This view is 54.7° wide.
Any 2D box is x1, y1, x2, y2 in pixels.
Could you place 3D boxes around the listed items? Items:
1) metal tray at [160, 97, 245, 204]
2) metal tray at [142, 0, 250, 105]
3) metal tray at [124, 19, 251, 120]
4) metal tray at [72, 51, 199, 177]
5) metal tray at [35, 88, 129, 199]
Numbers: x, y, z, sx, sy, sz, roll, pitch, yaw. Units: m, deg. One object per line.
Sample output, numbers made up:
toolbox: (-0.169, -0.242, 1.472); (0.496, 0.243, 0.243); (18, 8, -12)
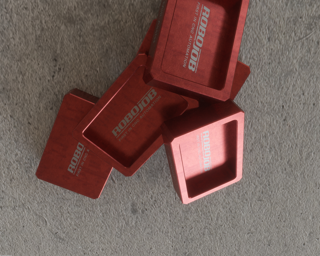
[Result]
metal tray: (0.056, 0.033, 0.385); (0.091, 0.030, 0.129); (-22, 134, -10)
metal tray: (0.041, -0.100, 0.336); (0.091, 0.030, 0.129); (15, 82, -17)
metal tray: (0.032, -0.066, 0.384); (0.131, 0.030, 0.089); (25, 108, -10)
metal tray: (-0.029, -0.015, 0.371); (0.090, 0.030, 0.130); (40, 105, -14)
metal tray: (-0.100, 0.023, 0.415); (0.090, 0.030, 0.129); (23, 108, -9)
